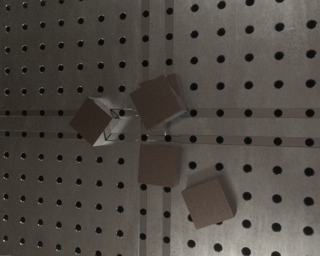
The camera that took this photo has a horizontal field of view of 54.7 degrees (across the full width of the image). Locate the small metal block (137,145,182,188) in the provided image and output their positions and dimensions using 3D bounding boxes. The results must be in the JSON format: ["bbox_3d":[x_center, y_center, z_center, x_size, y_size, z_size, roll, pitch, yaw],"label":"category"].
[{"bbox_3d":[0.000,0.049,0.412,0.050,0.025,0.050,5,92,19],"label":"small metal block"}]

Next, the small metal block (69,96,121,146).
[{"bbox_3d":[-0.093,-0.009,0.444,0.050,0.025,0.050,40,102,15],"label":"small metal block"}]

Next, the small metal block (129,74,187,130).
[{"bbox_3d":[-0.002,-0.032,0.386,0.050,0.025,0.050,-29,81,17],"label":"small metal block"}]

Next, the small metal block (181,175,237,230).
[{"bbox_3d":[0.062,0.093,0.390,0.050,0.025,0.050,-25,82,18],"label":"small metal block"}]

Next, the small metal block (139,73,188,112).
[{"bbox_3d":[0.005,-0.040,0.410,0.050,0.025,0.050,-13,86,19],"label":"small metal block"}]
